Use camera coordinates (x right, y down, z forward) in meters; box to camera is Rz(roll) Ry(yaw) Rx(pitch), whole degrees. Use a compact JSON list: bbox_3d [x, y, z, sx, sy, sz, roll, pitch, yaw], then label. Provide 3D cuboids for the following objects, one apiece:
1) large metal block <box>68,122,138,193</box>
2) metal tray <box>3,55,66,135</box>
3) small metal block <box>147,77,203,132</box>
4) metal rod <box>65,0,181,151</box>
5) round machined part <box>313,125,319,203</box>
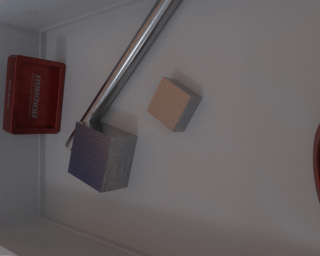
[{"bbox_3d":[-0.086,0.040,0.459,0.080,0.050,0.079,20,103,38],"label":"large metal block"},{"bbox_3d":[-0.217,-0.055,0.540,0.030,0.091,0.129,12,97,39],"label":"metal tray"},{"bbox_3d":[0.017,-0.030,0.391,0.050,0.025,0.050,40,114,32],"label":"small metal block"},{"bbox_3d":[-0.064,-0.071,0.457,0.298,0.025,0.025,-50,61,27],"label":"metal rod"},{"bbox_3d":[0.157,0.038,0.239,0.042,0.098,0.097,-4,87,9],"label":"round machined part"}]
